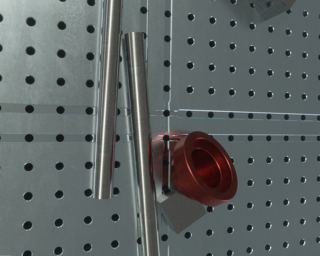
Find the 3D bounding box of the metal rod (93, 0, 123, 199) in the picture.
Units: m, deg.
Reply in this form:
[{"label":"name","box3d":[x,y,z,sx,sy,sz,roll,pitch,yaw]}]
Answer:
[{"label":"metal rod","box3d":[-0.064,-0.063,0.389,0.025,0.025,0.298,3,89,-20]}]

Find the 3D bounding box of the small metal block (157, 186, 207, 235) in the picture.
[{"label":"small metal block","box3d":[0.028,0.107,0.424,0.050,0.025,0.050,-31,100,-18]}]

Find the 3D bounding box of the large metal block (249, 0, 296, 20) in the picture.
[{"label":"large metal block","box3d":[0.171,-0.226,0.464,0.080,0.050,0.080,41,77,-16]}]

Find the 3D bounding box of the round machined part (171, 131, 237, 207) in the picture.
[{"label":"round machined part","box3d":[0.053,0.056,0.408,0.098,0.042,0.098,28,43,-29]}]

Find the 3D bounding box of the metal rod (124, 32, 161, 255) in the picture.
[{"label":"metal rod","box3d":[-0.022,0.028,0.405,0.025,0.025,0.298,-5,92,-20]}]
